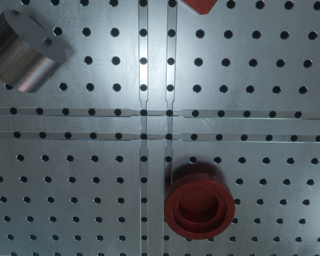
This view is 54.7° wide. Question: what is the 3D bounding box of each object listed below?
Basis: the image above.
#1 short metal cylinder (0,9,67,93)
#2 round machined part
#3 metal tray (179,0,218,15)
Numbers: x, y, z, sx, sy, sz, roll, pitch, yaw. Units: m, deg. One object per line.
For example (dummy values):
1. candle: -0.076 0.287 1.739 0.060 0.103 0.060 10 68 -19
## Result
1. short metal cylinder: -0.155 -0.086 0.351 0.050 0.080 0.080 -42 105 14
2. round machined part: 0.054 0.107 0.444 0.099 0.042 0.097 0 110 0
3. metal tray: 0.051 -0.203 0.336 0.090 0.030 0.129 33 107 -12
